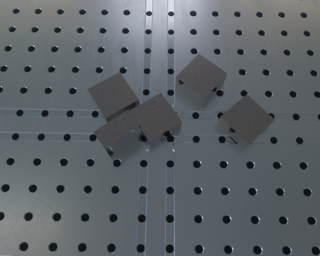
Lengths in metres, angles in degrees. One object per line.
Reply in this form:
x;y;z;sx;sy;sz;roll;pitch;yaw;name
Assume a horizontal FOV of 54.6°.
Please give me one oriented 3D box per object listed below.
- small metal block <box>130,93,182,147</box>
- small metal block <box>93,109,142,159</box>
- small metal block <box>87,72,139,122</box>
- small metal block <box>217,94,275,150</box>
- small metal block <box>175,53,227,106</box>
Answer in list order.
-0.006;-0.011;0.416;0.050;0.025;0.050;-31;73;-11;small metal block
-0.052;0.009;0.395;0.050;0.050;0.025;-34;74;-12;small metal block
-0.063;-0.041;0.426;0.050;0.025;0.050;-31;73;-11;small metal block
0.114;-0.008;0.416;0.050;0.025;0.050;-40;75;-13;small metal block
0.057;-0.068;0.437;0.050;0.025;0.050;39;75;13;small metal block
